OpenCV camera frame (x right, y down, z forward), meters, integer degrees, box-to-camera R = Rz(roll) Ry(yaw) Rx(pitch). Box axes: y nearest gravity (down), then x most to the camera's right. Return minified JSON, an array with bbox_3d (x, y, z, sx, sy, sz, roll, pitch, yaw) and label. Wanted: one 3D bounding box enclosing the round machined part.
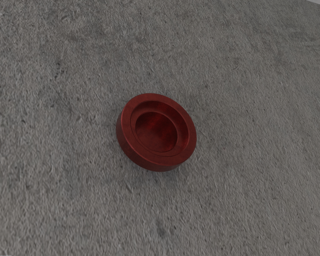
[{"bbox_3d":[-0.008,0.009,0.383,0.099,0.042,0.098,13,56,-21],"label":"round machined part"}]
